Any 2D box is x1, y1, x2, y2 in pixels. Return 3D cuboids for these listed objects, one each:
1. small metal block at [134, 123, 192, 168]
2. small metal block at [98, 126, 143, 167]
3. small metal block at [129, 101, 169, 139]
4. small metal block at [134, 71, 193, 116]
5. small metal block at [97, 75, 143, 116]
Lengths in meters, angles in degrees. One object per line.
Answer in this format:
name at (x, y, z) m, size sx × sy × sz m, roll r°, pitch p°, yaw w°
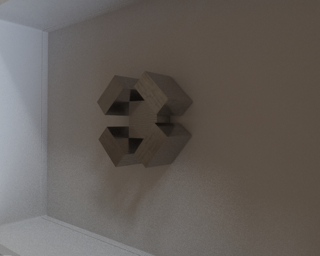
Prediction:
small metal block at (0.004, 0.021, 0.384) m, size 0.025 × 0.050 × 0.050 m, roll 47°, pitch 117°, yaw 28°
small metal block at (-0.048, 0.024, 0.428) m, size 0.050 × 0.050 × 0.025 m, roll 53°, pitch 122°, yaw 27°
small metal block at (-0.015, -0.011, 0.417) m, size 0.050 × 0.025 × 0.050 m, roll 1°, pitch 91°, yaw 40°
small metal block at (0.005, -0.042, 0.384) m, size 0.025 × 0.050 × 0.050 m, roll -52°, pitch 61°, yaw 27°
small metal block at (-0.050, -0.043, 0.429) m, size 0.050 × 0.050 × 0.025 m, roll -50°, pitch 60°, yaw 29°
